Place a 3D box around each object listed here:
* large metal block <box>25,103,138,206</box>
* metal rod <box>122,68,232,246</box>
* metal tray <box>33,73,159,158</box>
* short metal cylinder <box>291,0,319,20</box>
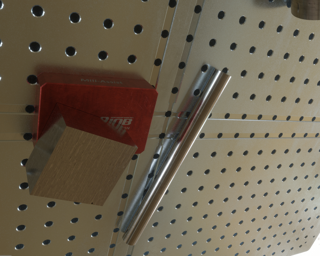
[{"bbox_3d":[-0.084,0.030,0.329,0.080,0.050,0.080,21,107,-36],"label":"large metal block"},{"bbox_3d":[0.018,0.052,0.455,0.025,0.025,0.298,16,110,-35],"label":"metal rod"},{"bbox_3d":[-0.074,-0.012,0.361,0.131,0.030,0.089,0,119,-29],"label":"metal tray"},{"bbox_3d":[0.204,-0.175,0.381,0.080,0.080,0.050,-29,129,-10],"label":"short metal cylinder"}]
